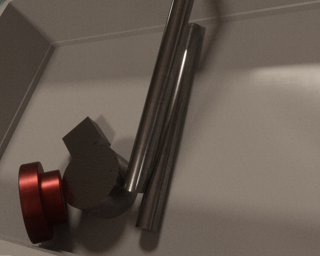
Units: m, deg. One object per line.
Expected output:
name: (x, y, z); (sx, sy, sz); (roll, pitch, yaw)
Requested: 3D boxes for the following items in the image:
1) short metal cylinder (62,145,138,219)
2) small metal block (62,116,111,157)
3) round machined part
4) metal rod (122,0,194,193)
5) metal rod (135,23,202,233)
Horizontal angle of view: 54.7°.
short metal cylinder: (-0.073, 0.067, 0.385); (0.080, 0.050, 0.080); (-13, 56, 20)
small metal block: (-0.107, 0.020, 0.448); (0.050, 0.025, 0.050); (-41, 51, 0)
round machined part: (-0.142, 0.089, 0.386); (0.042, 0.097, 0.098); (-10, 51, -16)
metal rod: (0.007, -0.073, 0.360); (0.025, 0.025, 0.298); (13, 87, 33)
metal rod: (0.018, -0.019, 0.406); (0.025, 0.025, 0.300); (0, 61, 28)
